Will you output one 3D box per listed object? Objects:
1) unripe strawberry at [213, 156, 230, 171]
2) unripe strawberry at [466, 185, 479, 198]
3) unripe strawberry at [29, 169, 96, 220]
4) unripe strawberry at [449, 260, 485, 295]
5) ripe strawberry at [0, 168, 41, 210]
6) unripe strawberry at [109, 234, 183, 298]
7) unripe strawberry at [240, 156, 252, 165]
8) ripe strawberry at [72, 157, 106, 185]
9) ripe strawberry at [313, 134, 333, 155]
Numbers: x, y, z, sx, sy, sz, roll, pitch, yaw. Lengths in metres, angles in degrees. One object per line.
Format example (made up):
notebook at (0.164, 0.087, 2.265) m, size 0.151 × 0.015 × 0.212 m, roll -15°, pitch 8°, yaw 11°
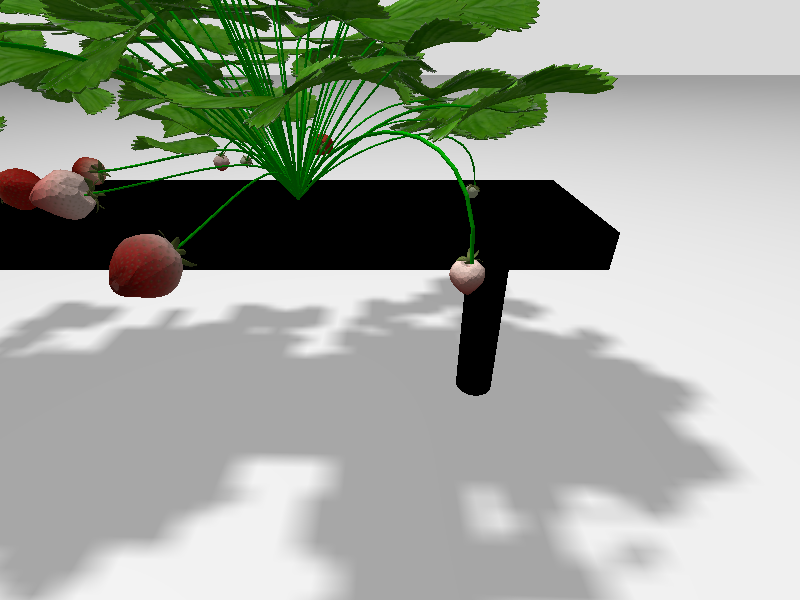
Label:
unripe strawberry at (-0.199, -0.152, 0.446) m, size 0.017 × 0.017 × 0.015 m, roll -27°, pitch 58°, yaw -37°
unripe strawberry at (0.062, -0.093, 0.345) m, size 0.012 × 0.011 × 0.010 m, roll 1°, pitch 31°, yaw 2°
unripe strawberry at (-0.258, -0.080, 0.305) m, size 0.039 × 0.038 × 0.036 m, roll -9°, pitch 32°, yaw -13°
unripe strawberry at (0.035, -0.012, 0.211) m, size 0.018 × 0.019 × 0.019 m, roll -22°, pitch 37°, yaw -31°
ripe strawberry at (-0.306, -0.091, 0.328) m, size 0.033 × 0.033 × 0.031 m, roll 3°, pitch 31°, yaw 4°
unripe strawberry at (-0.129, -0.015, 0.200) m, size 0.032 × 0.034 × 0.035 m, roll 7°, pitch 32°, yaw 11°
unripe strawberry at (-0.177, -0.159, 0.460) m, size 0.013 × 0.011 × 0.013 m, roll -20°, pitch 25°, yaw -29°
ripe strawberry at (-0.305, -0.126, 0.391) m, size 0.028 × 0.027 × 0.026 m, roll 6°, pitch 31°, yaw 11°
ripe strawberry at (-0.100, -0.198, 0.511) m, size 0.029 × 0.025 × 0.029 m, roll -2°, pitch 23°, yaw -3°
